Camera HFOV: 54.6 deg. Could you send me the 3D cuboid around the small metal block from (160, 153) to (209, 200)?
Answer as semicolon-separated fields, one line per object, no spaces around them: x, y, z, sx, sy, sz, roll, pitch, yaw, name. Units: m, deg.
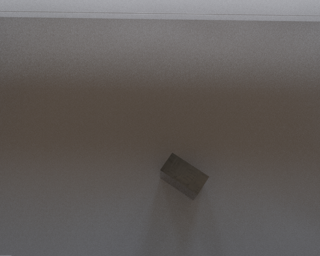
0.028;0.060;0.375;0.050;0.050;0.025;33;74;11;small metal block
